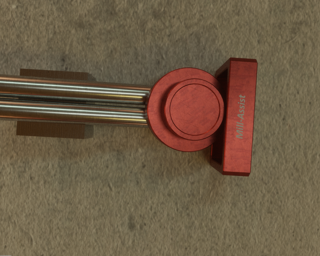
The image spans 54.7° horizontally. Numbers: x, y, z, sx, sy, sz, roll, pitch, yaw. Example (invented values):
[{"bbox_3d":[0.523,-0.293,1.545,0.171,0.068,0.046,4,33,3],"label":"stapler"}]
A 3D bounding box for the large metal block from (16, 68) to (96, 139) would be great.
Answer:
[{"bbox_3d":[-0.128,-0.029,0.393,0.081,0.050,0.079,3,90,-1],"label":"large metal block"}]

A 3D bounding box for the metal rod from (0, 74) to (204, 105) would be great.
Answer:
[{"bbox_3d":[-0.064,-0.042,0.365,0.302,0.025,0.025,2,90,-13],"label":"metal rod"}]

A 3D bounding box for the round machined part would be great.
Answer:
[{"bbox_3d":[0.034,-0.021,0.354,0.099,0.042,0.097,0,92,-11],"label":"round machined part"}]

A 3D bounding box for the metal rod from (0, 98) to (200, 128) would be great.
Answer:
[{"bbox_3d":[-0.066,-0.015,0.365,0.302,0.025,0.025,3,90,-13],"label":"metal rod"}]

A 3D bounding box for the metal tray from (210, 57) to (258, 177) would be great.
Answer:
[{"bbox_3d":[0.087,-0.012,0.379,0.030,0.090,0.129,4,90,0],"label":"metal tray"}]
